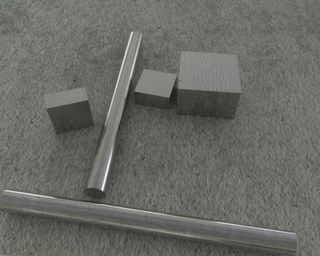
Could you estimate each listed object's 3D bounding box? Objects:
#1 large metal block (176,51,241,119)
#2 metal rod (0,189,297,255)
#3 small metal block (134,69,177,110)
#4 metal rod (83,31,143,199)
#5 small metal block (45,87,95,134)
[{"bbox_3d":[0.067,-0.062,0.440,0.080,0.050,0.080,4,50,3],"label":"large metal block"},{"bbox_3d":[-0.017,0.097,0.321,0.302,0.025,0.025,7,50,5],"label":"metal rod"},{"bbox_3d":[-0.005,-0.057,0.451,0.050,0.025,0.050,11,51,9],"label":"small metal block"},{"bbox_3d":[-0.056,-0.042,0.437,0.025,0.025,0.300,5,50,3],"label":"metal rod"},{"bbox_3d":[-0.117,-0.022,0.404,0.050,0.050,0.025,-13,52,-11],"label":"small metal block"}]
